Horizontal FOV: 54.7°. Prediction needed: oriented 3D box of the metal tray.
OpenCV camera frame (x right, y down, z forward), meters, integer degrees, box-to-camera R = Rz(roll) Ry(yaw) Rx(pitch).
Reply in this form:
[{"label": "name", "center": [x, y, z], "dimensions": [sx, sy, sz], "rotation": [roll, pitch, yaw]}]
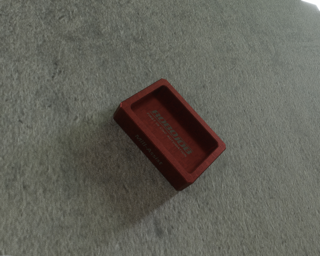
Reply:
[{"label": "metal tray", "center": [0.014, 0.005, 0.406], "dimensions": [0.130, 0.030, 0.091], "rotation": [48, 51, 5]}]
